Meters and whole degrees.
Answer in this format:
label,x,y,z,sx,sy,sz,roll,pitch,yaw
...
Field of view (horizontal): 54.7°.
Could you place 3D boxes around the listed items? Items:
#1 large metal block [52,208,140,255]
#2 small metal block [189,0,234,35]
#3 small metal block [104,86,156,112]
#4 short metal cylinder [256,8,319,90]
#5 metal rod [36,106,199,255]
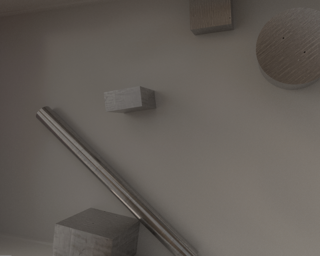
label,x,y,z,sx,sy,sz,roll,pitch,yaw
large metal block,-0.081,0.148,0.409,0.080,0.080,0.050,8,93,19
small metal block,0.064,-0.148,0.387,0.050,0.025,0.050,-2,89,19
small metal block,-0.038,-0.036,0.410,0.050,0.050,0.025,-7,88,19
short metal cylinder,0.150,-0.085,0.344,0.080,0.050,0.079,0,90,19
metal rod,-0.068,0.072,0.433,0.300,0.025,0.025,41,103,15
